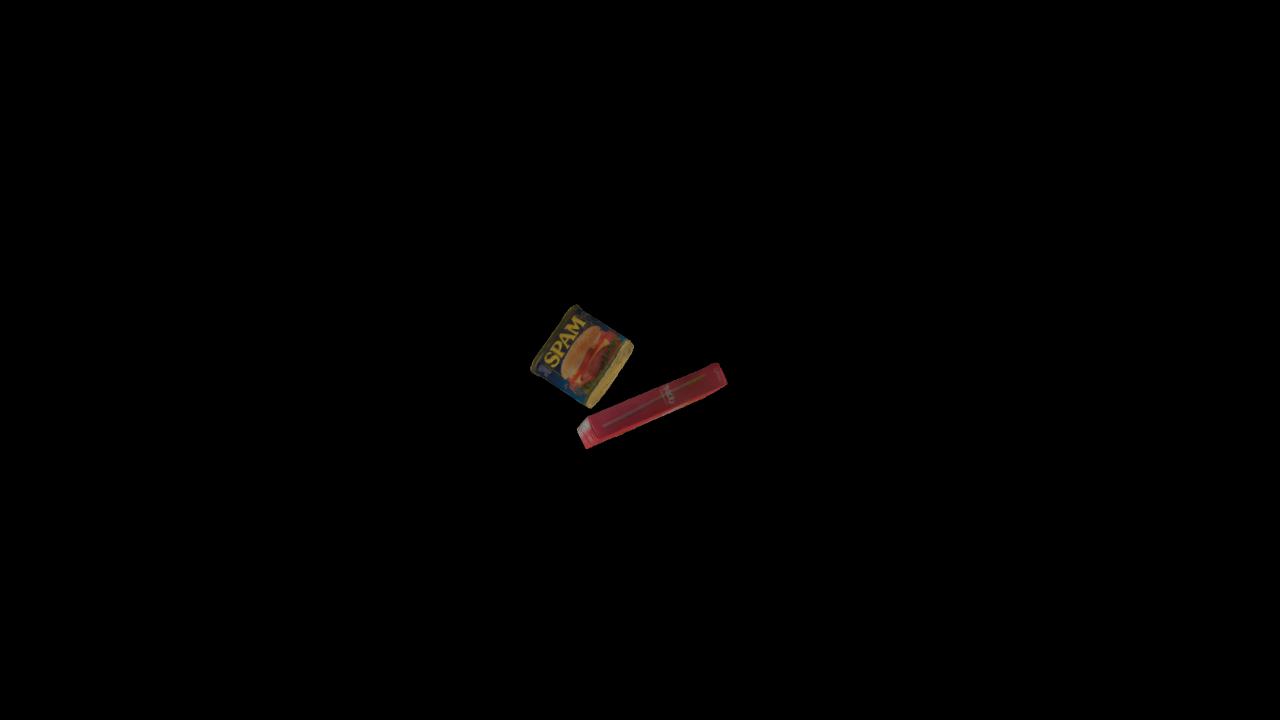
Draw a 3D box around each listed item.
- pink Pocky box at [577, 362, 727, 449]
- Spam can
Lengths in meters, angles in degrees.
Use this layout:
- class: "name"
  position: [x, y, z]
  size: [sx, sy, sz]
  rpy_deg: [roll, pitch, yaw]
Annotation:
- class: "pink Pocky box"
  position: [0.011, 0.050, 0.661]
  size: [0.155, 0.029, 0.084]
  rpy_deg: [-22, -8, -18]
- class: "Spam can"
  position: [-0.069, -0.002, 0.756]
  size: [0.085, 0.101, 0.058]
  rpy_deg: [33, -5, 13]
